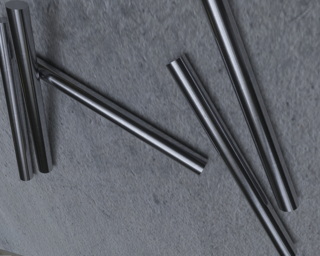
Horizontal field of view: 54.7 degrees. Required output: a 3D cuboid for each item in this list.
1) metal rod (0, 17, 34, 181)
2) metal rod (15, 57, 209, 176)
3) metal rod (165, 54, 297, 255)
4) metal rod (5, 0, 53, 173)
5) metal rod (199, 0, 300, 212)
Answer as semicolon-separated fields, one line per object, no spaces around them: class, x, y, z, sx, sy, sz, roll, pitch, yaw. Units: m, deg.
metal rod;-0.238;-0.028;0.511;0.025;0.025;0.298;20;126;16
metal rod;-0.070;-0.024;0.426;0.301;0.025;0.025;31;128;7
metal rod;0.095;0.045;0.384;0.025;0.025;0.299;-23;107;36
metal rod;-0.184;-0.034;0.454;0.025;0.025;0.298;24;135;13
metal rod;0.096;-0.033;0.334;0.025;0.025;0.299;-14;112;33
